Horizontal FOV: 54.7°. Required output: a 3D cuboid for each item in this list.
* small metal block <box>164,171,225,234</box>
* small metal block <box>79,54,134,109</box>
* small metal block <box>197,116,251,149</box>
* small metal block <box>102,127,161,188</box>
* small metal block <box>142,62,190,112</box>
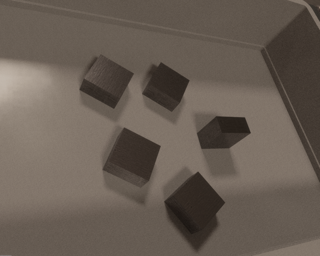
[{"bbox_3d":[0.042,0.090,0.375,0.050,0.025,0.050,49,51,6],"label":"small metal block"},{"bbox_3d":[-0.069,-0.061,0.407,0.050,0.025,0.050,29,52,-10],"label":"small metal block"},{"bbox_3d":[0.089,0.007,0.435,0.050,0.050,0.025,1,62,-28],"label":"small metal block"},{"bbox_3d":[-0.033,0.035,0.368,0.050,0.025,0.050,28,52,-11],"label":"small metal block"},{"bbox_3d":[0.009,-0.060,0.449,0.050,0.025,0.050,31,52,-9],"label":"small metal block"}]
